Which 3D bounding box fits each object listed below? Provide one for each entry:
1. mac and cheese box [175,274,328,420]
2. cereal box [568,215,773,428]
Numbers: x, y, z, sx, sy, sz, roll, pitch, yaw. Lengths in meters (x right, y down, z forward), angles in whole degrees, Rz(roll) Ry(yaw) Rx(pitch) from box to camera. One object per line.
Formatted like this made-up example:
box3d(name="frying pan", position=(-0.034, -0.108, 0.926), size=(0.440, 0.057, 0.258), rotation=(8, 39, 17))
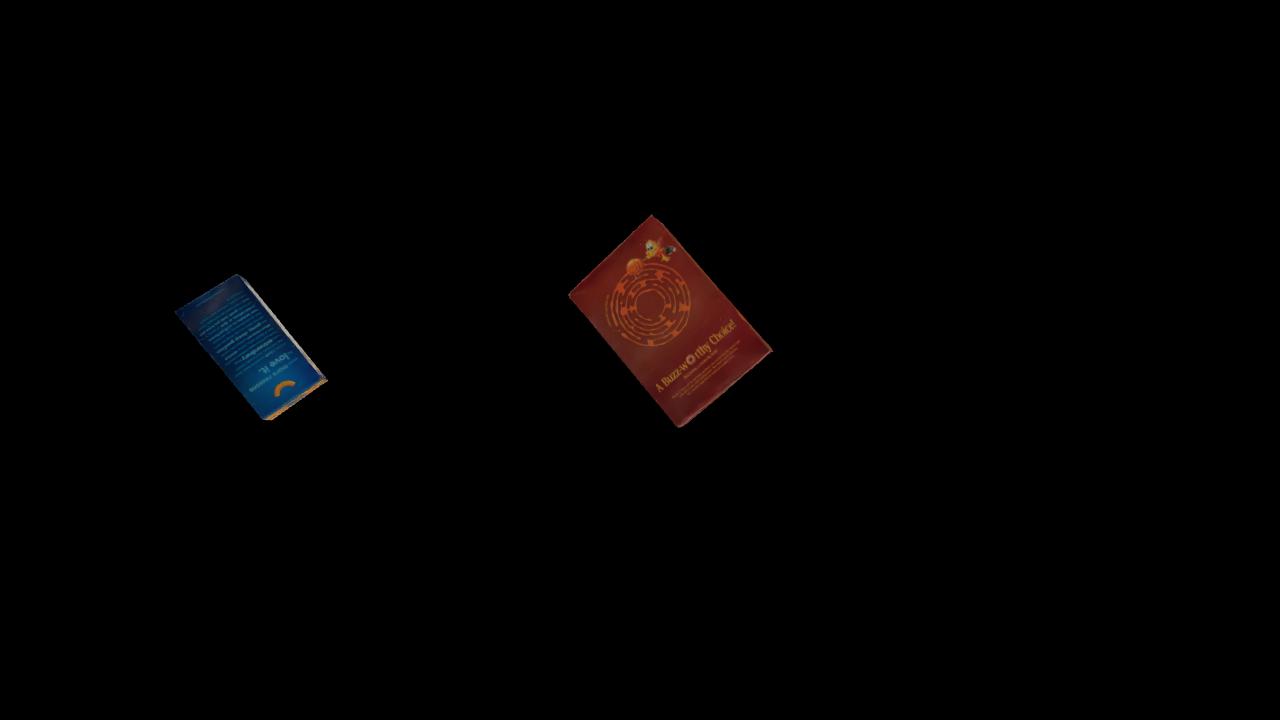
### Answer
box3d(name="mac and cheese box", position=(-0.527, -0.017, 0.841), size=(0.093, 0.184, 0.041), rotation=(-38, 2, -15))
box3d(name="cereal box", position=(0.049, -0.066, 1.048), size=(0.203, 0.306, 0.081), rotation=(-42, -10, 13))
